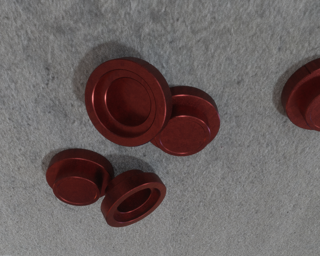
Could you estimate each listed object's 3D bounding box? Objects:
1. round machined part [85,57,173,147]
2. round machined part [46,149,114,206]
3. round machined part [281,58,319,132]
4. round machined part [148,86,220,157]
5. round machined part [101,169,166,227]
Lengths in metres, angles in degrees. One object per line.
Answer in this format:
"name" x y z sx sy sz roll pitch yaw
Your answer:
"round machined part" -0.032 -0.031 0.351 0.098 0.042 0.097 7 110 20
"round machined part" -0.120 0.080 0.462 0.099 0.042 0.097 -1 130 0
"round machined part" 0.202 -0.033 0.371 0.099 0.042 0.097 -1 130 0
"round machined part" 0.028 -0.001 0.395 0.099 0.042 0.097 -1 130 0
"round machined part" -0.043 0.100 0.462 0.099 0.042 0.097 -24 142 -20
